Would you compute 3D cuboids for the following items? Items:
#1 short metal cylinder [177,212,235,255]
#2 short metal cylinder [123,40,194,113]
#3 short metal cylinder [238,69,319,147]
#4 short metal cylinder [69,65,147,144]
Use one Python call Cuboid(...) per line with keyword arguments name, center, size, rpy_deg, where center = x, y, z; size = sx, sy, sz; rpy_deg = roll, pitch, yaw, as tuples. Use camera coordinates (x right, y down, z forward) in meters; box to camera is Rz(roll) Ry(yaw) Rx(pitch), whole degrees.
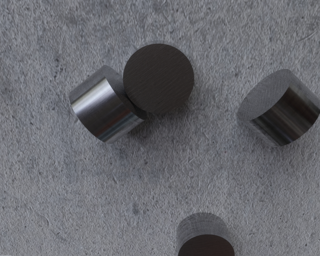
Cuboid(name="short metal cylinder", center=(0.065, 0.174, 0.461), size=(0.081, 0.050, 0.079), rpy_deg=(0, 110, 0))
Cuboid(name="short metal cylinder", center=(-0.002, -0.063, 0.373), size=(0.081, 0.050, 0.079), rpy_deg=(0, 110, 0))
Cuboid(name="short metal cylinder", center=(0.141, -0.024, 0.373), size=(0.050, 0.080, 0.080), rpy_deg=(39, 105, -13))
Cuboid(name="short metal cylinder", center=(-0.060, -0.028, 0.370), size=(0.050, 0.080, 0.080), rpy_deg=(-36, 106, 12))
